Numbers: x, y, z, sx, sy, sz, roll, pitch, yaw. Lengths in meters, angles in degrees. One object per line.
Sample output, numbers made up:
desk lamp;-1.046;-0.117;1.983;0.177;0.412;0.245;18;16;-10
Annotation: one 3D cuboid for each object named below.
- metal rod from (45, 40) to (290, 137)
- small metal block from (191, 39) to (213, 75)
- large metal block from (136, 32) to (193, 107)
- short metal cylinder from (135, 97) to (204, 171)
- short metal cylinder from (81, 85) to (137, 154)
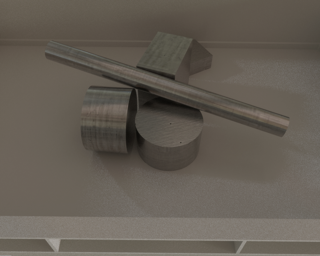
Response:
metal rod;0.003;-0.050;0.375;0.301;0.025;0.025;19;52;7
small metal block;0.049;-0.113;0.501;0.050;0.025;0.050;-23;54;-19
large metal block;0.008;-0.074;0.431;0.050;0.080;0.080;15;52;12
short metal cylinder;0.011;0.006;0.384;0.081;0.050;0.080;0;50;0
short metal cylinder;-0.059;-0.010;0.377;0.050;0.080;0.080;5;50;3
